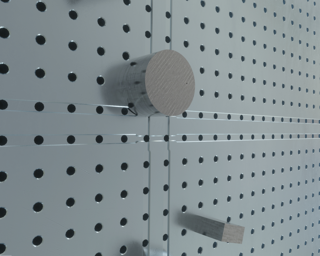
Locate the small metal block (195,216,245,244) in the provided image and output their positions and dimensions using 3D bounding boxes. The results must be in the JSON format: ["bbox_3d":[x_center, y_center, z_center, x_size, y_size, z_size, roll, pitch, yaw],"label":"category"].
[{"bbox_3d":[0.091,0.154,0.469,0.050,0.050,0.025,22,76,-38],"label":"small metal block"}]

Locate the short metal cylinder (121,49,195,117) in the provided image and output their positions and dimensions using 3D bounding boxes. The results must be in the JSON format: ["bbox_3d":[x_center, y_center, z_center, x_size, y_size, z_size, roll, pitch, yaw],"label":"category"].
[{"bbox_3d":[-0.002,-0.054,0.391,0.081,0.050,0.080,0,90,-40],"label":"short metal cylinder"}]
